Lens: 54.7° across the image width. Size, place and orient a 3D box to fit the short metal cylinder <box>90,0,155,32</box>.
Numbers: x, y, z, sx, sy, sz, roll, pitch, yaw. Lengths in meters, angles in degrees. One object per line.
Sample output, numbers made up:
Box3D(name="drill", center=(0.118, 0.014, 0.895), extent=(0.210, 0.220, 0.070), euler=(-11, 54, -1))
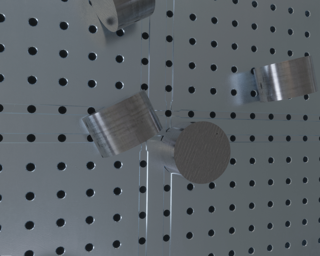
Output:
Box3D(name="short metal cylinder", center=(-0.049, -0.161, 0.365), extent=(0.050, 0.080, 0.080), euler=(-31, 100, -17))

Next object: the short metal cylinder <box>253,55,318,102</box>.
Box3D(name="short metal cylinder", center=(0.181, -0.070, 0.450), extent=(0.081, 0.080, 0.050), euler=(-15, 95, -20))

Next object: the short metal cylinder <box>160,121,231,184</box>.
Box3D(name="short metal cylinder", center=(0.046, 0.031, 0.416), extent=(0.081, 0.050, 0.079), euler=(0, 90, -20))

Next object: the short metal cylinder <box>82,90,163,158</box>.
Box3D(name="short metal cylinder", center=(-0.044, -0.006, 0.367), extent=(0.080, 0.080, 0.050), euler=(-28, 100, -18))
